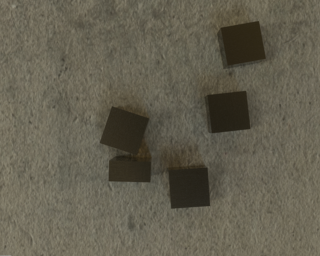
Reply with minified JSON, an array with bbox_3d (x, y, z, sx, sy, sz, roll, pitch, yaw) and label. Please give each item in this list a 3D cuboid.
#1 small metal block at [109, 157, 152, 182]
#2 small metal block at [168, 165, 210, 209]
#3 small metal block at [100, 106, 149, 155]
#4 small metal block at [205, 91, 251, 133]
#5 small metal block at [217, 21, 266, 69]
[{"bbox_3d":[-0.036,0.052,0.397,0.050,0.050,0.025,2,90,-1],"label":"small metal block"},{"bbox_3d":[0.038,0.077,0.411,0.050,0.025,0.050,-4,90,-1],"label":"small metal block"},{"bbox_3d":[-0.046,0.003,0.409,0.050,0.025,0.050,18,90,-1],"label":"small metal block"},{"bbox_3d":[0.089,-0.021,0.411,0.050,0.025,0.050,-6,90,-1],"label":"small metal block"},{"bbox_3d":[0.107,-0.109,0.411,0.050,0.025,0.050,-10,90,-1],"label":"small metal block"}]
